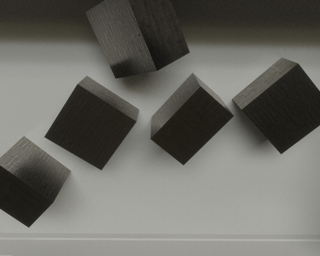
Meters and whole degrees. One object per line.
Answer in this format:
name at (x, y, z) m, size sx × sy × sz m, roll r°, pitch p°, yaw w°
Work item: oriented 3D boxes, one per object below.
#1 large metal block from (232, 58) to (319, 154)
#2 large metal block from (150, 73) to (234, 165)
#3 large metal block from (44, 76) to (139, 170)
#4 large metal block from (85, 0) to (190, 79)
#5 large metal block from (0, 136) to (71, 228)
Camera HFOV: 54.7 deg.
large metal block at (0.153, -0.028, 0.390) m, size 0.080 × 0.050 × 0.080 m, roll -41°, pitch 106°, yaw 13°
large metal block at (0.035, -0.014, 0.377) m, size 0.050 × 0.080 × 0.080 m, roll 40°, pitch 105°, yaw -14°
large metal block at (-0.084, -0.007, 0.394) m, size 0.080 × 0.050 × 0.080 m, roll 33°, pitch 106°, yaw -12°
large metal block at (-0.025, -0.104, 0.336) m, size 0.050 × 0.080 × 0.080 m, roll -36°, pitch 113°, yaw -32°
large metal block at (-0.175, 0.067, 0.404) m, size 0.080 × 0.080 × 0.050 m, roll 41°, pitch 105°, yaw -14°
